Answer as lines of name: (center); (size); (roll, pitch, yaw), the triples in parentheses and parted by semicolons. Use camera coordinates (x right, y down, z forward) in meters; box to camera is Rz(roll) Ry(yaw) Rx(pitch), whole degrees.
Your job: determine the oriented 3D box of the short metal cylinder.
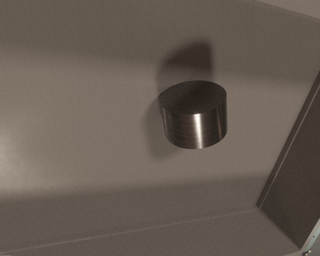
short metal cylinder: (0.043, -0.018, 0.387); (0.081, 0.080, 0.050); (-22, 127, -16)
